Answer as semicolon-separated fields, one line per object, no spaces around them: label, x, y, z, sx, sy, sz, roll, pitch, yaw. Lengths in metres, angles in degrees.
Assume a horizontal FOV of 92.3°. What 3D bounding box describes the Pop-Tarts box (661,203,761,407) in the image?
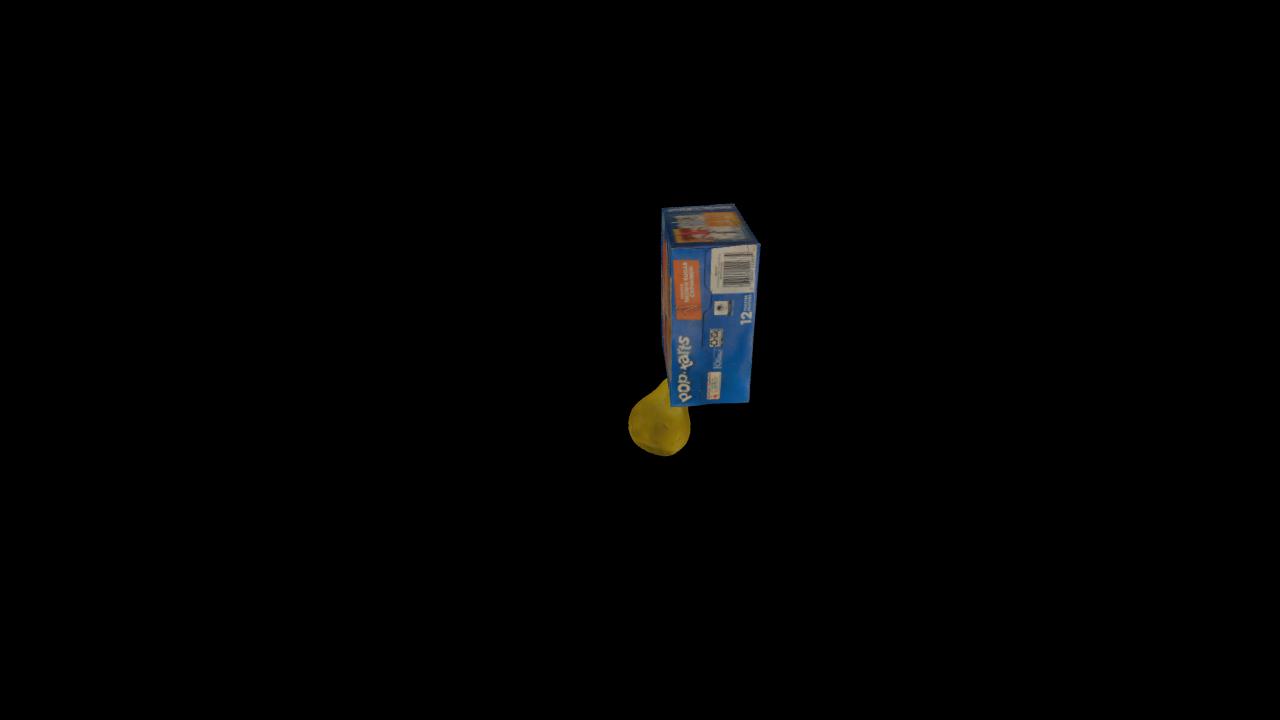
Pop-Tarts box;0.065;-0.059;0.631;0.083;0.167;0.141;-1;29;-1

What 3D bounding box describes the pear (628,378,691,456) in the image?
pear;0.031;0.056;0.734;0.080;0.111;0.080;21;-20;8
